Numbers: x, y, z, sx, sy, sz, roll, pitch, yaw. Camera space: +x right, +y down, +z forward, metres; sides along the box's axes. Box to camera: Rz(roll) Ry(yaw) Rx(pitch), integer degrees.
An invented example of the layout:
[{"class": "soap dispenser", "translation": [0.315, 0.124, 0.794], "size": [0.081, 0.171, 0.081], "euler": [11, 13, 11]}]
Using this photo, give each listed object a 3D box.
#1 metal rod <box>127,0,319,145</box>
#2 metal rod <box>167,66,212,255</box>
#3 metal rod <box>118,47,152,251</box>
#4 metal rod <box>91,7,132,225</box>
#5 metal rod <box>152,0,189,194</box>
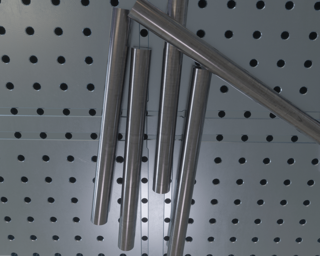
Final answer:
[{"class": "metal rod", "translation": [0.097, -0.059, 0.375], "size": [0.301, 0.025, 0.025], "euler": [30, 108, -17]}, {"class": "metal rod", "translation": [0.038, 0.065, 0.437], "size": [0.025, 0.025, 0.298], "euler": [5, 110, -2]}, {"class": "metal rod", "translation": [-0.037, 0.042, 0.428], "size": [0.025, 0.025, 0.298], "euler": [5, 110, -2]}, {"class": "metal rod", "translation": [-0.067, -0.001, 0.412], "size": [0.025, 0.025, 0.298], "euler": [9, 110, -3]}, {"class": "metal rod", "translation": [0.013, -0.052, 0.394], "size": [0.025, 0.025, 0.298], "euler": [4, 110, -2]}]
